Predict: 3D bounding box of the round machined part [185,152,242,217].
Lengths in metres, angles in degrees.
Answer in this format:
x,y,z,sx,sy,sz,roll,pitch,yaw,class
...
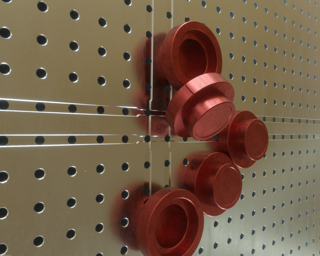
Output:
x,y,z,sx,sy,sz,roll,pitch,yaw,class
0.088,0.085,0.470,0.099,0.042,0.097,0,90,-40,round machined part

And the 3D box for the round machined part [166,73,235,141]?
x,y,z,sx,sy,sz,roll,pitch,yaw,class
0.060,-0.021,0.412,0.099,0.042,0.098,-24,146,-18,round machined part

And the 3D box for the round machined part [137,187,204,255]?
x,y,z,sx,sy,sz,roll,pitch,yaw,class
0.009,0.126,0.405,0.099,0.042,0.097,0,90,-40,round machined part

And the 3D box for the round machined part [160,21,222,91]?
x,y,z,sx,sy,sz,roll,pitch,yaw,class
0.038,-0.093,0.429,0.099,0.042,0.097,0,90,-40,round machined part

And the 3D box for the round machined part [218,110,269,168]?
x,y,z,sx,sy,sz,roll,pitch,yaw,class
0.145,0.019,0.518,0.099,0.042,0.097,0,90,-40,round machined part
